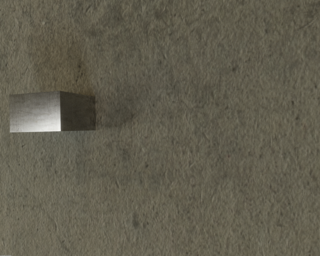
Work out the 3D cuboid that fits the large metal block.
[{"bbox_3d":[-0.147,-0.020,0.432,0.080,0.080,0.050,-2,90,20],"label":"large metal block"}]
